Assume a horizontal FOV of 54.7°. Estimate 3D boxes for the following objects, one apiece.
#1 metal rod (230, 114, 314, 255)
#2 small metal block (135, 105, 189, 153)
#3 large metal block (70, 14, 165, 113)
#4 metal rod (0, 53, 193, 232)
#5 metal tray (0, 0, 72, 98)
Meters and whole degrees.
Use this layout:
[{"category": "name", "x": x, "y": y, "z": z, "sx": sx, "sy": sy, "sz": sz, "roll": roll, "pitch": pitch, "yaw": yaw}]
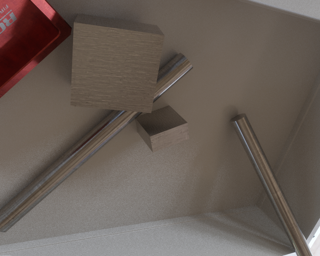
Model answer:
[{"category": "metal rod", "x": 0.189, "y": 0.111, "z": 0.502, "sx": 0.025, "sy": 0.025, "sz": 0.299, "roll": -31, "pitch": 103, "yaw": -9}, {"category": "small metal block", "x": 0.002, "y": 0.000, "z": 0.395, "sx": 0.050, "sy": 0.050, "sz": 0.025, "roll": -20, "pitch": 127, "yaw": -17}, {"category": "large metal block", "x": -0.045, "y": -0.065, "z": 0.315, "sx": 0.081, "sy": 0.050, "sz": 0.079, "roll": 4, "pitch": 117, "yaw": -12}, {"category": "metal rod", "x": -0.081, "y": 0.017, "z": 0.375, "sx": 0.300, "sy": 0.025, "sz": 0.025, "roll": -41, "pitch": 130, "yaw": 0}, {"category": "metal tray", "x": -0.149, "y": -0.069, "z": 0.254, "sx": 0.130, "sy": 0.030, "sz": 0.090, "roll": -42, "pitch": 159, "yaw": 0}]
